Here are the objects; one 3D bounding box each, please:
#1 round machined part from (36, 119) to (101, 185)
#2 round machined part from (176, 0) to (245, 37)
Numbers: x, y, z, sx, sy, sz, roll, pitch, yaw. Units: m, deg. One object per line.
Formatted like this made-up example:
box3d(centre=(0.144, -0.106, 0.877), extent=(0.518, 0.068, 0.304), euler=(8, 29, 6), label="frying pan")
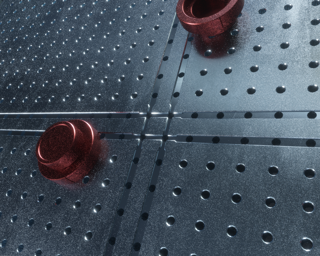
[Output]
box3d(centre=(-0.139, 0.029, 0.450), extent=(0.098, 0.042, 0.098), euler=(-13, 56, 20), label="round machined part")
box3d(centre=(0.077, -0.177, 0.465), extent=(0.098, 0.042, 0.098), euler=(-13, 56, 20), label="round machined part")
